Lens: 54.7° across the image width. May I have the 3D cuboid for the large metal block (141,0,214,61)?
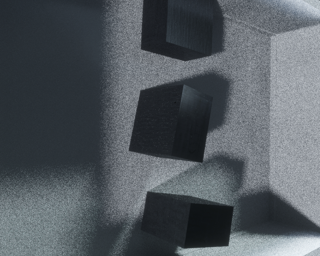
[{"bbox_3d":[0.024,-0.139,0.410,0.081,0.050,0.080,4,87,-40],"label":"large metal block"}]

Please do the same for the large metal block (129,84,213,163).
[{"bbox_3d":[0.012,-0.004,0.381,0.050,0.080,0.080,17,79,-39],"label":"large metal block"}]

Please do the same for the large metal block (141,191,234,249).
[{"bbox_3d":[0.035,0.117,0.400,0.081,0.080,0.050,16,80,-39],"label":"large metal block"}]
